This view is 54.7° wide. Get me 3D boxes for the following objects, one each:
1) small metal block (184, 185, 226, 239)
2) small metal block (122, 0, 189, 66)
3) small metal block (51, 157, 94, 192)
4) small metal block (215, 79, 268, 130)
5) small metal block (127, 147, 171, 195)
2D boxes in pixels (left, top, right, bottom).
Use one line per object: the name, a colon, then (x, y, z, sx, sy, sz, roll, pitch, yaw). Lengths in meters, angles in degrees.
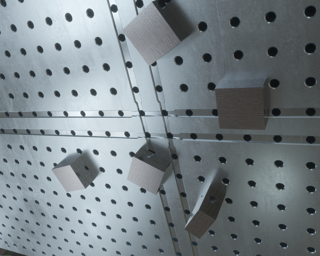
small metal block: (0.063, 0.118, 0.434, 0.025, 0.050, 0.050, 31, 128, 8)
small metal block: (-0.005, -0.107, 0.347, 0.050, 0.025, 0.050, -30, 102, 37)
small metal block: (-0.152, 0.082, 0.539, 0.050, 0.025, 0.050, -16, 110, 34)
small metal block: (0.092, -0.026, 0.346, 0.050, 0.025, 0.050, 2, 119, 27)
small metal block: (-0.017, 0.064, 0.458, 0.050, 0.025, 0.050, 26, 127, 11)
